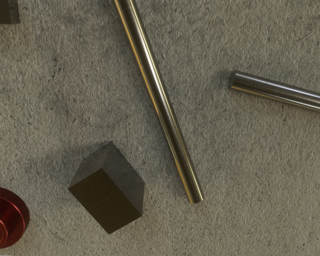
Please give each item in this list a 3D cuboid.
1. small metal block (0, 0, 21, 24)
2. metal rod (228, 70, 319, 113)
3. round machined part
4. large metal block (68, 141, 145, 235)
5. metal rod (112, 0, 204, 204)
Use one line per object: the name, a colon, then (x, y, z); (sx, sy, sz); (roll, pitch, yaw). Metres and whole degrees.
small metal block: (-0.193, -0.146, 0.353); (0.050, 0.025, 0.050); (1, 110, -1)
metal rod: (0.236, -0.025, 0.403); (0.302, 0.025, 0.025); (14, 110, -6)
round machined part: (-0.246, 0.137, 0.448); (0.099, 0.042, 0.097); (0, 110, -1)
large metal block: (-0.065, 0.076, 0.407); (0.050, 0.080, 0.080); (-32, 107, 11)
metal rod: (0.002, -0.030, 0.398); (0.025, 0.025, 0.298); (-19, 109, 6)
